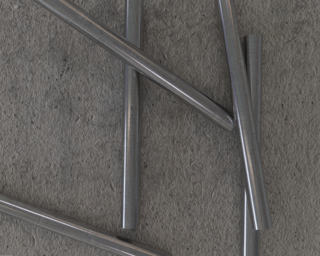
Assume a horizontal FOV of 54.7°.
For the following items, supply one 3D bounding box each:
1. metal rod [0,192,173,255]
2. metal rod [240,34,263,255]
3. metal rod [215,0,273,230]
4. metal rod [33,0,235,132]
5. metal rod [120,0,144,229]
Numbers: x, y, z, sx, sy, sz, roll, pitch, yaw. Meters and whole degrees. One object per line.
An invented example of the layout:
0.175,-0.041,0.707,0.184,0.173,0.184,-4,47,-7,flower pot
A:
-0.129,0.128,0.408,0.301,0.025,0.025,20,90,0,metal rod
0.121,0.029,0.410,0.025,0.025,0.298,1,90,0,metal rod
0.104,-0.027,0.391,0.025,0.025,0.298,-7,83,0,metal rod
-0.028,-0.085,0.384,0.301,0.025,0.025,33,90,-10,metal rod
-0.037,-0.020,0.409,0.025,0.025,0.298,1,90,0,metal rod
